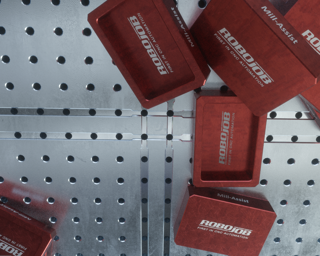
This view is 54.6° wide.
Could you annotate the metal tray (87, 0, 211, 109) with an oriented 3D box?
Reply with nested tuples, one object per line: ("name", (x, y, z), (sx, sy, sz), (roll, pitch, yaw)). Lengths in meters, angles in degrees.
("metal tray", (-0.011, -0.095, 0.358), (0.090, 0.030, 0.130), (-21, 111, 31))

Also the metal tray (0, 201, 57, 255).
("metal tray", (-0.229, 0.160, 0.438), (0.130, 0.030, 0.090), (29, 82, -2))

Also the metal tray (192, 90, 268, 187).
("metal tray", (0.090, 0.016, 0.416), (0.090, 0.030, 0.129), (0, 110, 0))

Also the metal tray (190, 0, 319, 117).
("metal tray", (0.097, -0.083, 0.334), (0.130, 0.030, 0.090), (48, 148, 1))

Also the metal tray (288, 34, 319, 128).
("metal tray", (0.226, -0.056, 0.391), (0.090, 0.030, 0.130), (-37, 106, 12))

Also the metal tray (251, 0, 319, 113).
("metal tray", (0.179, -0.082, 0.349), (0.130, 0.030, 0.090), (37, 106, -13))

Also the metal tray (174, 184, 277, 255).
("metal tray", (0.094, 0.142, 0.464), (0.131, 0.030, 0.089), (14, 110, -5))

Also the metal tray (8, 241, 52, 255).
("metal tray", (-0.241, 0.202, 0.483), (0.131, 0.030, 0.089), (11, 110, -4))
